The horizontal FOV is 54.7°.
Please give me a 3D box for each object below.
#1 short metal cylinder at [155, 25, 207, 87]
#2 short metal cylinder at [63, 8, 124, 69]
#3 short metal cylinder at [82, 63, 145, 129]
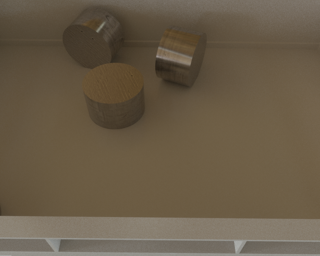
[{"bbox_3d":[0.032,-0.107,0.459,0.050,0.080,0.080,18,52,14],"label":"short metal cylinder"},{"bbox_3d":[-0.103,-0.139,0.485,0.080,0.080,0.050,14,52,11],"label":"short metal cylinder"},{"bbox_3d":[-0.062,-0.045,0.426,0.081,0.050,0.080,0,50,0],"label":"short metal cylinder"}]
